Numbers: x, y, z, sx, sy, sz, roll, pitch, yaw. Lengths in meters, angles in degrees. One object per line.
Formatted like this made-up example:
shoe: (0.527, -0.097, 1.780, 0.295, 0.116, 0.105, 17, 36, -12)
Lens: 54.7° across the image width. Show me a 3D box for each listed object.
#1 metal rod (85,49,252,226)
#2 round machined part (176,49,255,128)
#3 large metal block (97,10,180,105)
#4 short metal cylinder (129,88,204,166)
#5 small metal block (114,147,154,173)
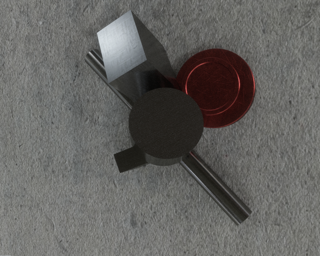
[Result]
metal rod: (0.002, 0.003, 0.409, 0.025, 0.025, 0.300, -47, 76, 14)
round machined part: (0.064, -0.048, 0.377, 0.098, 0.042, 0.097, 0, 90, 19)
large metal block: (-0.025, -0.079, 0.378, 0.050, 0.080, 0.080, -28, 59, 19)
short metal cylinder: (0.005, 0.000, 0.355, 0.081, 0.050, 0.080, 1, 74, -4)
small metal block: (-0.024, 0.036, 0.405, 0.050, 0.050, 0.025, -22, 82, 18)
